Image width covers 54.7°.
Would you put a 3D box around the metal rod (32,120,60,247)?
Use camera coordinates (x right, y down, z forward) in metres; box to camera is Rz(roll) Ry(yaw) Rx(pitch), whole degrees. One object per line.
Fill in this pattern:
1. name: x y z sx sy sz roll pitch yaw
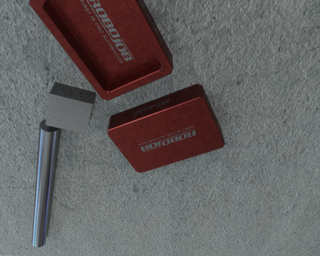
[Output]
1. metal rod: -0.186 0.105 0.494 0.025 0.025 0.298 13 129 -11

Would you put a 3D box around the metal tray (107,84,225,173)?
1. metal tray: 0.009 0.005 0.409 0.130 0.030 0.090 -19 128 15

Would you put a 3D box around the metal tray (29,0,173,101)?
1. metal tray: -0.053 -0.098 0.319 0.090 0.030 0.130 -21 127 16

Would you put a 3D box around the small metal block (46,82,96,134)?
1. small metal block: -0.111 -0.024 0.385 0.050 0.025 0.050 14 129 -12
